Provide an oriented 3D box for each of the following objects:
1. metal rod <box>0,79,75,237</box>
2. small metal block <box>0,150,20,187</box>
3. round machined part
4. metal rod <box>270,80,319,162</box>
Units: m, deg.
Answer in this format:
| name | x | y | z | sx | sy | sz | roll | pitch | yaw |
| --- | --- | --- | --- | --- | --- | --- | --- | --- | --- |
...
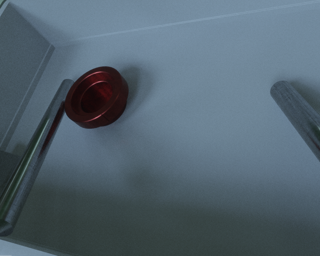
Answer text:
| name | x | y | z | sx | sy | sz | roll | pitch | yaw |
| --- | --- | --- | --- | --- | --- | --- | --- | --- | --- |
| metal rod | -0.152 | 0.009 | 0.407 | 0.025 | 0.025 | 0.300 | -24 | 31 | 13 |
| small metal block | -0.241 | 0.067 | 0.489 | 0.050 | 0.025 | 0.050 | 9 | 66 | 31 |
| round machined part | -0.090 | -0.041 | 0.465 | 0.098 | 0.042 | 0.098 | -13 | 56 | 20 |
| metal rod | 0.141 | 0.032 | 0.231 | 0.025 | 0.025 | 0.300 | -24 | 27 | 13 |
